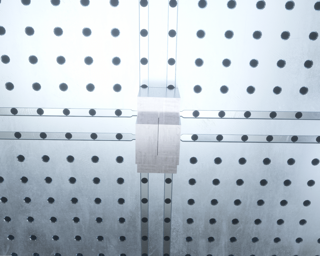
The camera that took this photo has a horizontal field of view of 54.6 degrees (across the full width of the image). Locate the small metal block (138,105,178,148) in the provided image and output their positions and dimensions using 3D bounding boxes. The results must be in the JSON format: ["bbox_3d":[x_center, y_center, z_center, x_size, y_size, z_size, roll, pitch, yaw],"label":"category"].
[{"bbox_3d":[-0.003,-0.002,0.412,0.050,0.025,0.050,2,110,0],"label":"small metal block"}]

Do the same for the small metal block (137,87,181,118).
[{"bbox_3d":[-0.002,-0.033,0.387,0.050,0.050,0.025,2,110,-1],"label":"small metal block"}]

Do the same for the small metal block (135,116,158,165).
[{"bbox_3d":[-0.015,0.010,0.377,0.025,0.050,0.050,2,110,-1],"label":"small metal block"}]

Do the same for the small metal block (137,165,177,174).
[{"bbox_3d":[-0.003,0.037,0.413,0.050,0.050,0.025,2,110,-1],"label":"small metal block"}]

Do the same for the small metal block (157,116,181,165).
[{"bbox_3d":[0.011,0.011,0.377,0.025,0.050,0.050,2,110,0],"label":"small metal block"}]
